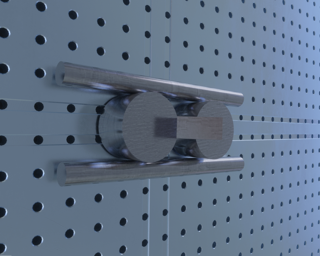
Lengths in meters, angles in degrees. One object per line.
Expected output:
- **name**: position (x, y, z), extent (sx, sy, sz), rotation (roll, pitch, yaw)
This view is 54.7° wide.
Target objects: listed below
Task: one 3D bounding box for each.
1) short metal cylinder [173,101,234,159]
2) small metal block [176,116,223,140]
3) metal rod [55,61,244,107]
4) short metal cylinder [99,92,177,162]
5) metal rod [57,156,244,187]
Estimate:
- **short metal cylinder**: position (0.059, 0.003, 0.439), extent (0.081, 0.050, 0.079), rotation (0, 90, -40)
- **small metal block**: position (0.047, 0.001, 0.368), extent (0.050, 0.050, 0.025), rotation (22, 70, -83)
- **metal rod**: position (0.013, -0.052, 0.416), extent (0.302, 0.025, 0.025), rotation (2, 89, -40)
- **short metal cylinder**: position (-0.025, -0.001, 0.368), extent (0.081, 0.050, 0.079), rotation (0, 90, -40)
- **metal rod**: position (0.014, 0.054, 0.417), extent (0.302, 0.025, 0.025), rotation (3, 88, -40)
